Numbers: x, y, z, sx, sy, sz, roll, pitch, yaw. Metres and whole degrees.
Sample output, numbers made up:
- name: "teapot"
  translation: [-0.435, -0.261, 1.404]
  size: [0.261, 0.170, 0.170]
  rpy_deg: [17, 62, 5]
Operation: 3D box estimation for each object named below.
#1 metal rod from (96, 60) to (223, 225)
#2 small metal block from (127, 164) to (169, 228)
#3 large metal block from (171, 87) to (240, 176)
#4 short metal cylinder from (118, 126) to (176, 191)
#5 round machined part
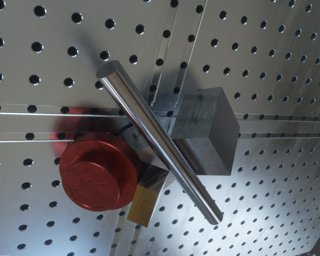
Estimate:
- name: "metal rod"
  translation: [0.018, 0.041, 0.377]
  size: [0.025, 0.025, 0.300]
  rpy_deg: [-37, 129, -3]
- name: "small metal block"
  translation: [-0.013, 0.078, 0.364]
  size: [0.025, 0.050, 0.050]
  rpy_deg: [20, 114, 7]
- name: "large metal block"
  translation: [0.062, 0.006, 0.400]
  size: [0.080, 0.050, 0.080]
  rpy_deg: [55, 43, -39]
- name: "short metal cylinder"
  translation: [-0.018, 0.041, 0.406]
  size: [0.081, 0.050, 0.079]
  rpy_deg: [-14, 124, -21]
- name: "round machined part"
  translation: [-0.072, 0.057, 0.358]
  size: [0.098, 0.042, 0.097]
  rpy_deg: [6, 117, 12]
